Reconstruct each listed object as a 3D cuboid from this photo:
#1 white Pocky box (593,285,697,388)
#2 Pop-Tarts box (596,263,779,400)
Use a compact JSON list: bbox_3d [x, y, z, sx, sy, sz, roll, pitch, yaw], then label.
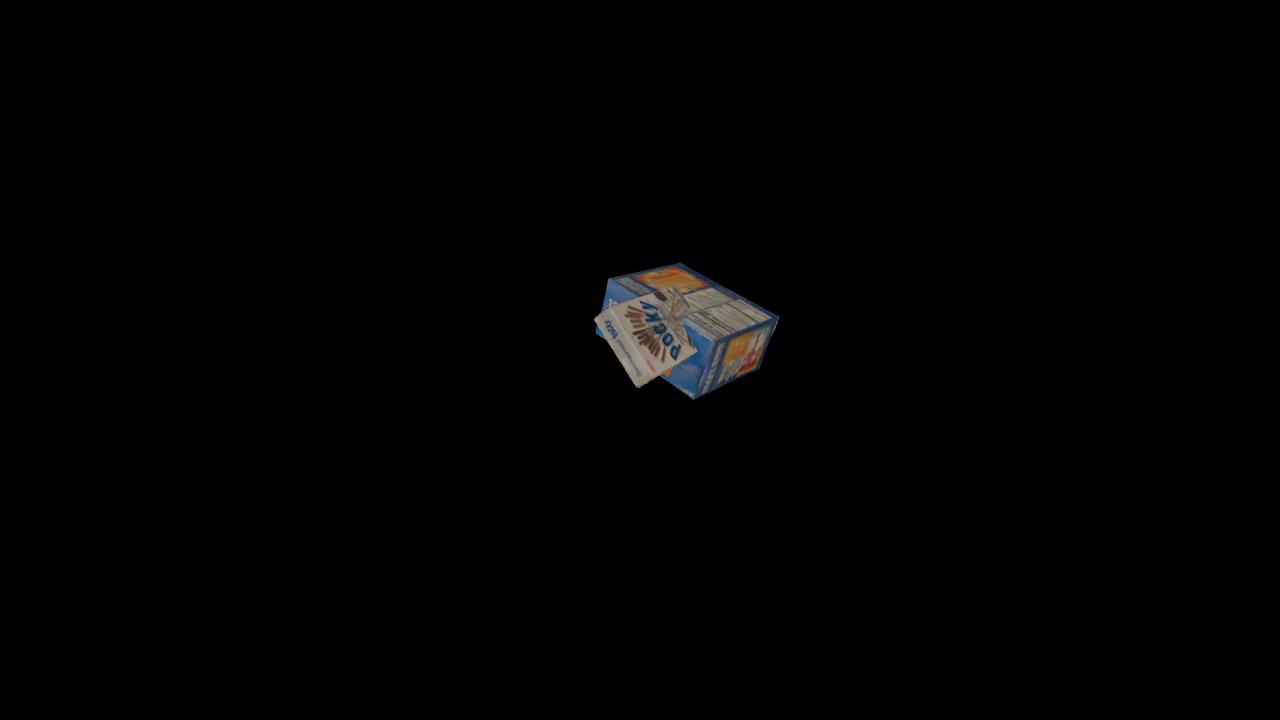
[{"bbox_3d":[0.019,-0.030,0.656,0.028,0.084,0.154,-35,-4,32],"label":"white Pocky box"},{"bbox_3d":[0.057,-0.043,0.760,0.167,0.083,0.141,33,35,31],"label":"Pop-Tarts box"}]
